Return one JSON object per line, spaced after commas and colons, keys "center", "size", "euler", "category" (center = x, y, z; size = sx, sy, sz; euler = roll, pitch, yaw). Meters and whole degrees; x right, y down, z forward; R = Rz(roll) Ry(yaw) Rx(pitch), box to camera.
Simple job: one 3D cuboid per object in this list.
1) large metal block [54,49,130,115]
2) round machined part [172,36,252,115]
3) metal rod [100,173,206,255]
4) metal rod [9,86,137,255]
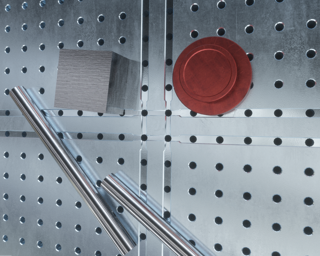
{"center": [-0.094, -0.063, 0.431], "size": [0.080, 0.050, 0.079], "euler": [7, 93, 19], "category": "large metal block"}
{"center": [0.062, -0.064, 0.381], "size": [0.098, 0.042, 0.097], "euler": [0, 90, 19], "category": "round machined part"}
{"center": [0.038, 0.163, 0.398], "size": [0.300, 0.025, 0.025], "euler": [39, 102, 15], "category": "metal rod"}
{"center": [-0.134, 0.055, 0.458], "size": [0.025, 0.025, 0.300], "euler": [-43, 77, 15], "category": "metal rod"}
